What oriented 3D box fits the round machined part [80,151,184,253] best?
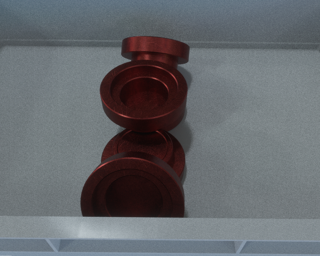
[{"bbox_3d":[-0.025,0.070,0.310,0.099,0.097,0.042,5,13,3],"label":"round machined part"}]

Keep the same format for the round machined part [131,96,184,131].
[{"bbox_3d":[-0.014,-0.041,0.426,0.099,0.042,0.098,0,50,0],"label":"round machined part"}]

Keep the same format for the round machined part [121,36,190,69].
[{"bbox_3d":[-0.008,-0.101,0.453,0.099,0.098,0.042,5,93,4],"label":"round machined part"}]

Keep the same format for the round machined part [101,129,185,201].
[{"bbox_3d":[-0.020,0.034,0.362,0.099,0.042,0.098,0,50,0],"label":"round machined part"}]

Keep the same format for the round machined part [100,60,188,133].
[{"bbox_3d":[-0.018,-0.033,0.364,0.099,0.042,0.098,0,50,0],"label":"round machined part"}]
